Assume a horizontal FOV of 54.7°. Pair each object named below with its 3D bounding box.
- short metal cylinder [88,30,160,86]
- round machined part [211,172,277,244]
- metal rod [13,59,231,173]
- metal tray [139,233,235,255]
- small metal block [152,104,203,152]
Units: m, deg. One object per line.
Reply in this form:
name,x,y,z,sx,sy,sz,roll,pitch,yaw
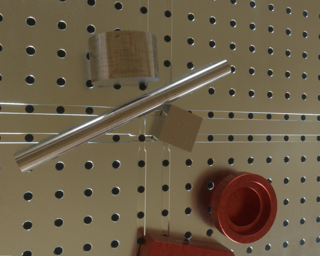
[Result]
short metal cylinder,-0.042,-0.080,0.368,0.081,0.080,0.050,-5,92,-20
round machined part,0.116,0.112,0.448,0.099,0.042,0.097,0,90,-21
metal rod,-0.033,-0.024,0.401,0.302,0.025,0.025,-27,99,-18
metal tray,0.032,0.202,0.423,0.131,0.030,0.090,16,85,-20
small metal block,0.024,0.001,0.423,0.050,0.025,0.050,23,82,-19
